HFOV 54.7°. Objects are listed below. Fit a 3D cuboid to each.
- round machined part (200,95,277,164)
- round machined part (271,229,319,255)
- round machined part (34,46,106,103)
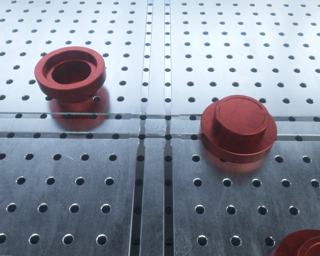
[{"bbox_3d":[0.103,-0.005,0.403,0.099,0.042,0.098,0,50,0],"label":"round machined part"},{"bbox_3d":[0.153,0.139,0.282,0.099,0.042,0.098,0,50,0],"label":"round machined part"},{"bbox_3d":[-0.129,-0.074,0.458,0.099,0.042,0.098,0,50,0],"label":"round machined part"}]
